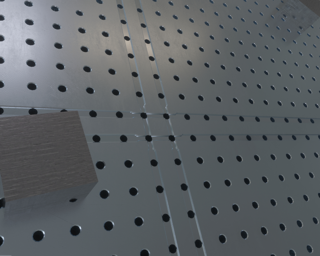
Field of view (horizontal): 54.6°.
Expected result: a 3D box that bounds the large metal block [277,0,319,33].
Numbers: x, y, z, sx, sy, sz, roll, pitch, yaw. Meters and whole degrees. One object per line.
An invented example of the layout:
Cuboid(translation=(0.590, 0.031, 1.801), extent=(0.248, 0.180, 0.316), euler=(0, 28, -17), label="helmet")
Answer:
Cuboid(translation=(0.342, -0.292, 0.753), extent=(0.080, 0.050, 0.080), euler=(37, 51, -4), label="large metal block")

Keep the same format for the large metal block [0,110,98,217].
Cuboid(translation=(-0.117, 0.033, 0.309), extent=(0.081, 0.050, 0.080), euler=(-8, 66, -32), label="large metal block")
